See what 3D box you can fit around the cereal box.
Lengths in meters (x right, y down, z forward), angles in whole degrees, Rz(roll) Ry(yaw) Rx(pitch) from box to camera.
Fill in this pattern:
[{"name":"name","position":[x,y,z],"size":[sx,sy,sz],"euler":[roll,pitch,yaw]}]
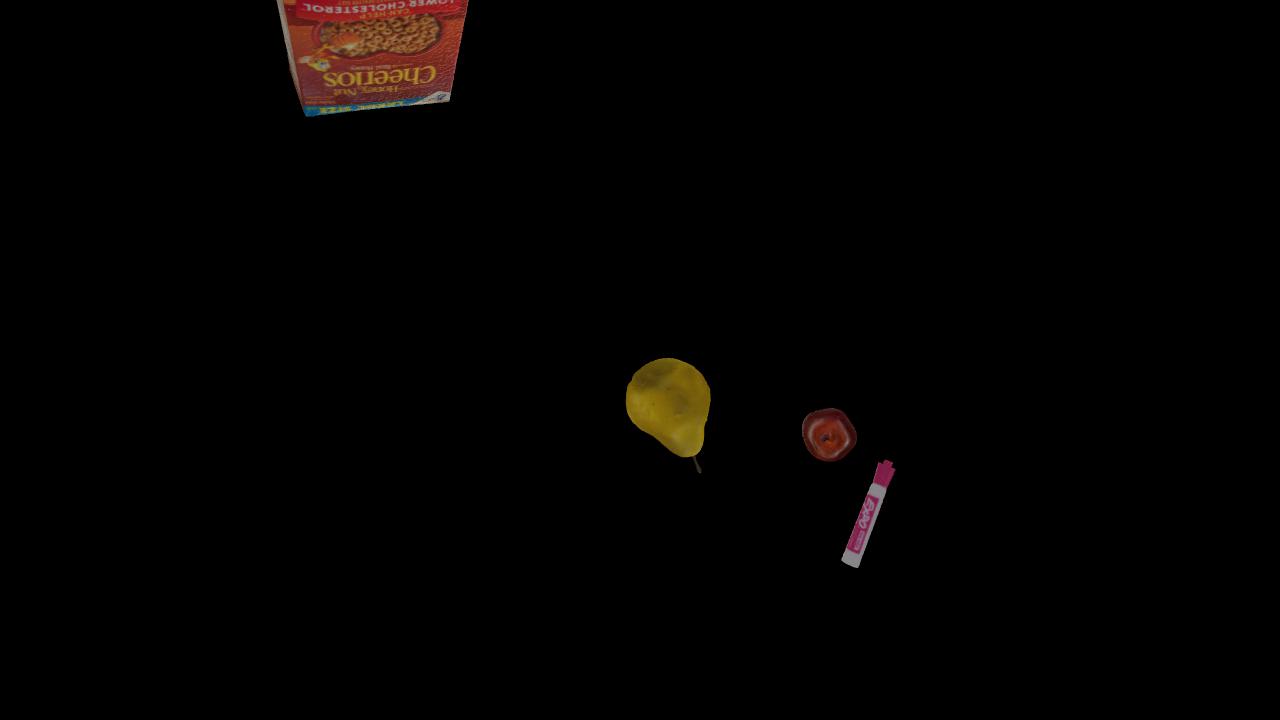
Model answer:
[{"name":"cereal box","position":[-0.322,-0.416,0.747],"size":[0.203,0.081,0.306],"euler":[-17,-4,-26]}]

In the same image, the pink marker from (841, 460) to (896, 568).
[{"name":"pink marker","position":[0.251,0.167,0.672],"size":[0.020,0.121,0.020],"euler":[21,-1,0]}]

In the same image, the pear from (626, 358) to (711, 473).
[{"name":"pear","position":[0.033,0.054,0.570],"size":[0.080,0.111,0.080],"euler":[-15,31,9]}]

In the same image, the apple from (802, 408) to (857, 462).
[{"name":"apple","position":[0.276,0.108,0.904],"size":[0.079,0.079,0.093],"euler":[0,3,21]}]
